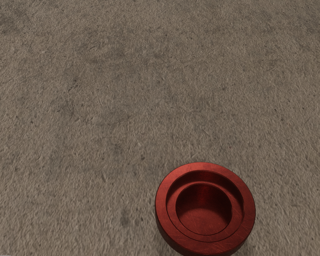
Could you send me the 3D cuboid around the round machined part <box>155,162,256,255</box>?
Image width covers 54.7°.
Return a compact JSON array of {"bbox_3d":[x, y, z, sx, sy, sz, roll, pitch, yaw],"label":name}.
[{"bbox_3d":[0.044,0.087,0.320,0.099,0.042,0.098,0,50,0],"label":"round machined part"}]
